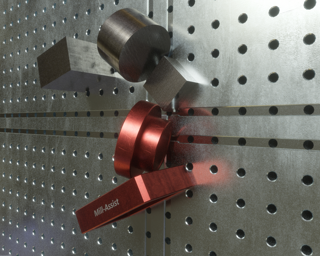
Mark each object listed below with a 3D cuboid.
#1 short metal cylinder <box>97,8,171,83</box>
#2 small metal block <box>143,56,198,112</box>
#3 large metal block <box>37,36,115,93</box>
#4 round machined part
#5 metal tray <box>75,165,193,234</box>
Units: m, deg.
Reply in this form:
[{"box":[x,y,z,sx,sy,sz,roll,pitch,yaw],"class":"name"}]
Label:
[{"box":[-0.033,-0.106,0.401,0.050,0.081,0.080,44,117,31],"class":"short metal cylinder"},{"box":[0.013,-0.056,0.399,0.050,0.025,0.050,52,120,27],"class":"small metal block"},{"box":[-0.130,-0.094,0.481,0.080,0.081,0.050,-17,79,38],"class":"large metal block"},{"box":[-0.015,0.018,0.381,0.042,0.098,0.097,17,102,13],"class":"round machined part"},{"box":[-0.034,0.091,0.394,0.130,0.091,0.030,-34,71,35],"class":"metal tray"}]
